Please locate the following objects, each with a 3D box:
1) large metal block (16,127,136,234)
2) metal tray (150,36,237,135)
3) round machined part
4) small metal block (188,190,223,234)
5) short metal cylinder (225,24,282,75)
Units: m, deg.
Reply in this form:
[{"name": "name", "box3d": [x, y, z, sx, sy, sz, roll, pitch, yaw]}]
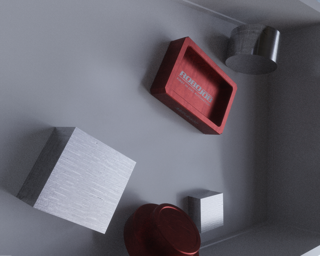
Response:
[{"name": "large metal block", "box3d": [-0.084, 0.053, 0.321, 0.080, 0.050, 0.080, 36, 68, -35]}, {"name": "metal tray", "box3d": [0.054, -0.057, 0.450, 0.130, 0.030, 0.090, 34, 69, -35]}, {"name": "round machined part", "box3d": [0.010, 0.130, 0.369, 0.099, 0.098, 0.042, 20, 120, -39]}, {"name": "small metal block", "box3d": [0.070, 0.125, 0.468, 0.050, 0.025, 0.050, -2, 92, -40]}, {"name": "short metal cylinder", "box3d": [0.150, -0.125, 0.500, 0.080, 0.080, 0.050, 19, 78, -39]}]
